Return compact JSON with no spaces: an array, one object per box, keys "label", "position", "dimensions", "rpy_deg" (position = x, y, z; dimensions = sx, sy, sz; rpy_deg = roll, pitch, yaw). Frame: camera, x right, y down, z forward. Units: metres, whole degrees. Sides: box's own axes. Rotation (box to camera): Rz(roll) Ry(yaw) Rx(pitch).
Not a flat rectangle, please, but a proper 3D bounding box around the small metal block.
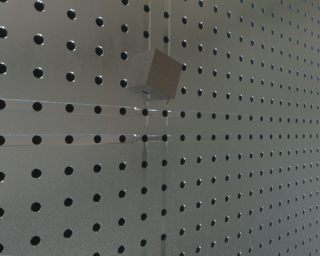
[{"label":"small metal block","position":[-0.001,-0.070,0.410],"dimensions":[0.050,0.025,0.050],"rpy_deg":[23,76,-38]}]
